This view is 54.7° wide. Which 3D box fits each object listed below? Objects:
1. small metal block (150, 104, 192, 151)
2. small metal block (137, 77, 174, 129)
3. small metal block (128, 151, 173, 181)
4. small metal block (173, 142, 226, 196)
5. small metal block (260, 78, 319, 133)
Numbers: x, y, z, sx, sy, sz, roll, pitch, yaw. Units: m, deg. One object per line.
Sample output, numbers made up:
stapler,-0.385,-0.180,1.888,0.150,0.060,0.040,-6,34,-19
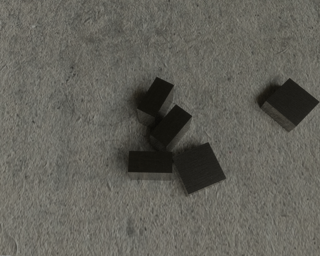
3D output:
small metal block,0.014,0.005,0.393,0.025,0.050,0.050,37,74,12
small metal block,-0.005,-0.030,0.406,0.025,0.050,0.050,27,72,9
small metal block,-0.011,0.047,0.377,0.050,0.050,0.025,1,70,0
small metal block,0.047,0.052,0.389,0.050,0.025,0.050,-21,72,-8
small metal block,0.176,-0.031,0.420,0.050,0.025,0.050,-42,75,-14
